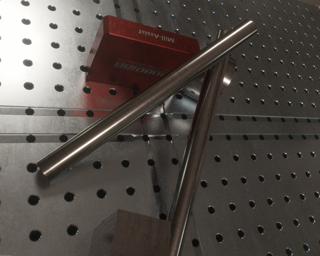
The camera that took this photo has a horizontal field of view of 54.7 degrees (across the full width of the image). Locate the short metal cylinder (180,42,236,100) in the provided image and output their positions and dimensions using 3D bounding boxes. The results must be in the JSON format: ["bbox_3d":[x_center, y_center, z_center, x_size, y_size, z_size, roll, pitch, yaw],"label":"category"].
[{"bbox_3d":[0.068,-0.080,0.460,0.050,0.080,0.080,27,52,-12],"label":"short metal cylinder"}]

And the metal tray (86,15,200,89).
[{"bbox_3d":[-0.022,-0.090,0.410,0.131,0.090,0.030,7,59,-25],"label":"metal tray"}]

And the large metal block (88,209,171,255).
[{"bbox_3d":[-0.034,0.128,0.278,0.050,0.080,0.080,19,54,-18],"label":"large metal block"}]

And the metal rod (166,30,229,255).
[{"bbox_3d":[0.047,0.011,0.373,0.025,0.025,0.299,22,71,-16],"label":"metal rod"}]

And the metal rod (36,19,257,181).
[{"bbox_3d":[-0.002,-0.041,0.358,0.301,0.025,0.025,-36,82,-15],"label":"metal rod"}]
